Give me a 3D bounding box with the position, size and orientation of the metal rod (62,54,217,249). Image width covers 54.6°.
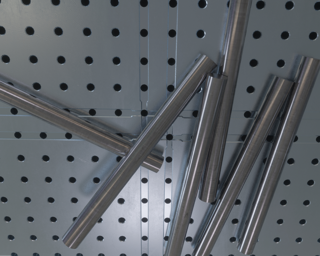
[{"bbox_3d":[-0.030,0.034,0.399,0.025,0.025,0.299,36,96,-12],"label":"metal rod"}]

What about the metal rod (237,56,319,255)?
[{"bbox_3d":[0.160,0.051,0.433,0.025,0.025,0.298,10,110,-4],"label":"metal rod"}]

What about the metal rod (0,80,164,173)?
[{"bbox_3d":[-0.134,-0.014,0.407,0.301,0.025,0.025,26,108,-10],"label":"metal rod"}]

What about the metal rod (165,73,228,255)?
[{"bbox_3d":[0.044,0.072,0.429,0.025,0.025,0.298,9,114,-4],"label":"metal rod"}]

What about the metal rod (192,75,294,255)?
[{"bbox_3d":[0.109,0.071,0.440,0.025,0.025,0.298,17,109,-6],"label":"metal rod"}]

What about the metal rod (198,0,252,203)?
[{"bbox_3d":[0.083,-0.038,0.399,0.025,0.025,0.298,5,110,-2],"label":"metal rod"}]
